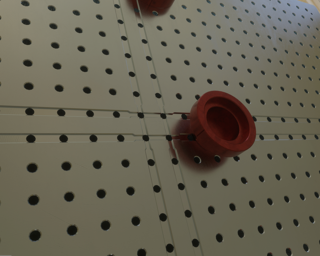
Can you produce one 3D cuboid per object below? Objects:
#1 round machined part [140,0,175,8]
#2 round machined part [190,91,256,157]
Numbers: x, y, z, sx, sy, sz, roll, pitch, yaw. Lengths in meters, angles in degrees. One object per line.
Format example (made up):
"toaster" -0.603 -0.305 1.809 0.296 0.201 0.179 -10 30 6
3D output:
"round machined part" -0.009 -0.268 0.558 0.099 0.042 0.098 14 56 -21
"round machined part" 0.085 -0.002 0.447 0.099 0.042 0.098 14 56 -21
